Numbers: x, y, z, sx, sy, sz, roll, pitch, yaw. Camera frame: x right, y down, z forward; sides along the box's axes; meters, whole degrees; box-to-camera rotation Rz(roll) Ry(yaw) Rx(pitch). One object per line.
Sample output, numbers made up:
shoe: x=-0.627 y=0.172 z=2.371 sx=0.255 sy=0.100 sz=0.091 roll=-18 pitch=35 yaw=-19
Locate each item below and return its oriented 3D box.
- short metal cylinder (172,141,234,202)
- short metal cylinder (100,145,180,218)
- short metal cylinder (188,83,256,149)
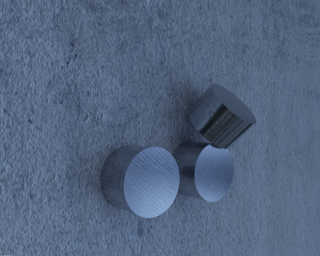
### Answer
short metal cylinder: x=0.059 y=0.060 z=0.438 sx=0.081 sy=0.050 sz=0.080 roll=0 pitch=90 yaw=-40
short metal cylinder: x=-0.023 y=0.061 z=0.369 sx=0.081 sy=0.050 sz=0.080 roll=0 pitch=90 yaw=-40
short metal cylinder: x=0.086 y=-0.017 z=0.433 sx=0.080 sy=0.050 sz=0.080 roll=31 pitch=28 yaw=-18
